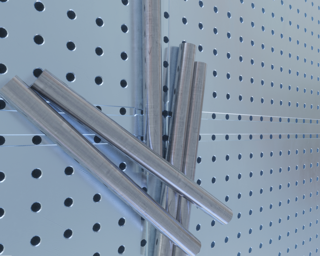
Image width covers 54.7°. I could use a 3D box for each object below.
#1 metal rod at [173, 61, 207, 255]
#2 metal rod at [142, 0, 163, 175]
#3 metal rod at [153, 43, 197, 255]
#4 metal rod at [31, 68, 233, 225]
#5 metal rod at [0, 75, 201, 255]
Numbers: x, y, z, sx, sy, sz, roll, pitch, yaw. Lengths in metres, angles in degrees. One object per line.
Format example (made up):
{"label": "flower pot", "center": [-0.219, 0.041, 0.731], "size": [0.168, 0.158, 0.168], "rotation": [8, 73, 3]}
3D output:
{"label": "metal rod", "center": [0.039, 0.053, 0.444], "size": [0.025, 0.025, 0.298], "rotation": [12, 82, -40]}
{"label": "metal rod", "center": [-0.010, -0.090, 0.402], "size": [0.025, 0.025, 0.298], "rotation": [-1, 91, -40]}
{"label": "metal rod", "center": [0.021, 0.030, 0.429], "size": [0.025, 0.025, 0.298], "rotation": [12, 82, -40]}
{"label": "metal rod", "center": [-0.015, 0.037, 0.370], "size": [0.301, 0.025, 0.025], "rotation": [39, 66, -24]}
{"label": "metal rod", "center": [-0.050, 0.059, 0.350], "size": [0.300, 0.025, 0.025], "rotation": [47, 62, -24]}
